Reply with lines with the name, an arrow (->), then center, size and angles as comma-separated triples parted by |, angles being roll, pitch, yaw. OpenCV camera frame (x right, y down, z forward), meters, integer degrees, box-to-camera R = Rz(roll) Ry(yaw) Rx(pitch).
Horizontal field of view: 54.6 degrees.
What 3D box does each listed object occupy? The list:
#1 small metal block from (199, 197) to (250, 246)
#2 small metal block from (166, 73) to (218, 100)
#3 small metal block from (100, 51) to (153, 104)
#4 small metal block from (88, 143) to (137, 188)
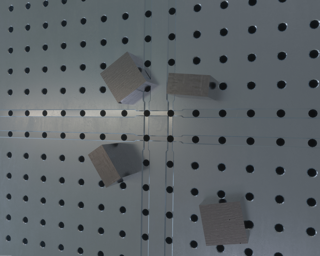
small metal block -> 0.080, 0.115, 0.385 | 0.050, 0.025, 0.050 | -11, 86, 19
small metal block -> 0.041, -0.051, 0.385 | 0.050, 0.050, 0.025 | 7, 93, 20
small metal block -> -0.046, -0.068, 0.429 | 0.050, 0.025, 0.050 | -35, 79, 16
small metal block -> -0.063, 0.049, 0.422 | 0.025, 0.050, 0.050 | -35, 79, 17
